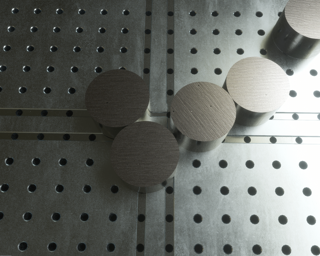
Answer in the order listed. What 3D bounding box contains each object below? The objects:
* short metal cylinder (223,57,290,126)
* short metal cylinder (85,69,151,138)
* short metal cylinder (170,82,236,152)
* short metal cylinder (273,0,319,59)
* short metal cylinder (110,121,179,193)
[{"bbox_3d":[0.125,-0.048,0.416,0.081,0.050,0.080,0,70,0],"label":"short metal cylinder"},{"bbox_3d":[-0.053,-0.030,0.409,0.081,0.050,0.080,0,70,0],"label":"short metal cylinder"},{"bbox_3d":[0.053,-0.013,0.403,0.081,0.050,0.080,0,70,0],"label":"short metal cylinder"},{"bbox_3d":[0.214,-0.149,0.454,0.081,0.050,0.080,0,70,0],"label":"short metal cylinder"},{"bbox_3d":[-0.018,0.037,0.385,0.081,0.050,0.080,0,70,0],"label":"short metal cylinder"}]
